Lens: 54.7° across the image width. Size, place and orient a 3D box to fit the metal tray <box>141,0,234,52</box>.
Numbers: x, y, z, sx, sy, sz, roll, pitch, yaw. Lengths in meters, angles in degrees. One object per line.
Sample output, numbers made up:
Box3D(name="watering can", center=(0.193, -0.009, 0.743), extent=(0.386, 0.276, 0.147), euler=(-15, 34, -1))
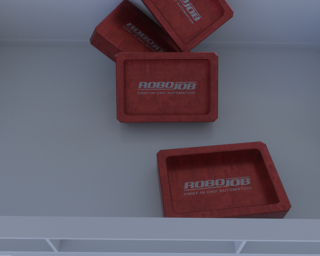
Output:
Box3D(name="metal tray", center=(0.030, -0.184, 0.441), extent=(0.090, 0.130, 0.030), euler=(-38, 10, 8))

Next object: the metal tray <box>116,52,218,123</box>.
Box3D(name="metal tray", center=(0.009, -0.053, 0.411), extent=(0.131, 0.030, 0.089), euler=(0, 94, -1))

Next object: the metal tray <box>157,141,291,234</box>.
Box3D(name="metal tray", center=(0.065, 0.064, 0.348), extent=(0.131, 0.030, 0.090), euler=(-5, 50, -5))

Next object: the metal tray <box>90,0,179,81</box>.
Box3D(name="metal tray", center=(-0.025, -0.120, 0.462), extent=(0.130, 0.030, 0.090), euler=(37, 54, -10))
